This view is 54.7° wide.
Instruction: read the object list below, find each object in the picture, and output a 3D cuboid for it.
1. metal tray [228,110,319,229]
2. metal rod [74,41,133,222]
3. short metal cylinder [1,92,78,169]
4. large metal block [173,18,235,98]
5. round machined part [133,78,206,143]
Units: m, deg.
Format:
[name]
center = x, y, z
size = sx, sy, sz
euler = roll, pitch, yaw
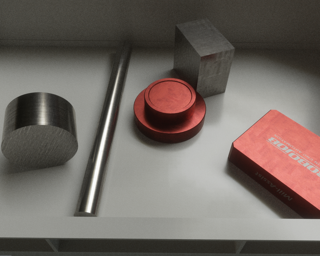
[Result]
[metal tray]
center = 0.160, 0.042, 0.369
size = 0.091, 0.030, 0.130
euler = -36, 59, -26
[metal rod]
center = -0.068, -0.021, 0.421
size = 0.025, 0.025, 0.300
euler = 3, 50, 2
[short metal cylinder]
center = -0.140, 0.004, 0.364
size = 0.081, 0.080, 0.050
euler = -10, 51, -9
[large metal block]
center = 0.060, -0.101, 0.455
size = 0.050, 0.080, 0.080
euler = -17, 52, -14
[round machined part]
center = 0.013, -0.030, 0.420
size = 0.099, 0.042, 0.098
euler = 0, 50, 0
